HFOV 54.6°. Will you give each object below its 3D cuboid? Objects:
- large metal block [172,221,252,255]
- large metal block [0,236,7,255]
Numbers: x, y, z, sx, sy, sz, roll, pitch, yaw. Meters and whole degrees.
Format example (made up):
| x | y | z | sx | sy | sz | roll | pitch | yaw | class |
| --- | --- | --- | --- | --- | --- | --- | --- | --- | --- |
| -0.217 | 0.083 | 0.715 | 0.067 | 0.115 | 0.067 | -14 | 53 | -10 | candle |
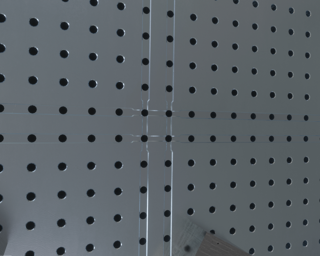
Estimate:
| x | y | z | sx | sy | sz | roll | pitch | yaw | class |
| --- | --- | --- | --- | --- | --- | --- | --- | --- | --- |
| 0.065 | 0.187 | 0.423 | 0.080 | 0.050 | 0.080 | 32 | 80 | -17 | large metal block |
| -0.205 | 0.118 | 0.308 | 0.050 | 0.080 | 0.080 | -38 | 102 | -16 | large metal block |
